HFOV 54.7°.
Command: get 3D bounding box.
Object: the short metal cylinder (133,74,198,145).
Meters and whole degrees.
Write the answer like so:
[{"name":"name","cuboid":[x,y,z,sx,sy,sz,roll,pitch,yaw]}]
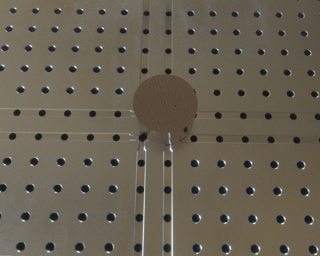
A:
[{"name":"short metal cylinder","cuboid":[0.007,-0.023,0.407,0.081,0.050,0.080,0,70,0]}]
